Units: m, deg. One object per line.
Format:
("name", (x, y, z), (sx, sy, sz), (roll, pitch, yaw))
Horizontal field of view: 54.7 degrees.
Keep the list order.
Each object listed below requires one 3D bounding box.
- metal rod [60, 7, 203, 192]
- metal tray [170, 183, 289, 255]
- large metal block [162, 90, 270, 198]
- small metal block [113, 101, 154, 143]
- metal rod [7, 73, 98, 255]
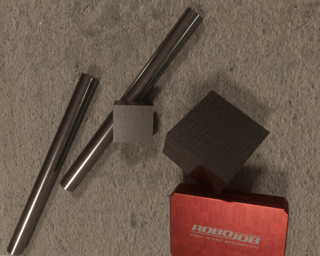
("metal rod", (-0.045, -0.030, 0.423), (0.025, 0.025, 0.299), (41, 103, 15))
("metal tray", (0.079, 0.120, 0.367), (0.130, 0.030, 0.089), (4, 106, 19))
("large metal block", (0.062, 0.017, 0.353), (0.080, 0.050, 0.080), (40, 65, 15))
("small metal block", (-0.035, -0.008, 0.404), (0.050, 0.025, 0.050), (1, 108, -4))
("metal rod", (-0.164, 0.059, 0.464), (0.025, 0.025, 0.298), (28, 99, 17))
